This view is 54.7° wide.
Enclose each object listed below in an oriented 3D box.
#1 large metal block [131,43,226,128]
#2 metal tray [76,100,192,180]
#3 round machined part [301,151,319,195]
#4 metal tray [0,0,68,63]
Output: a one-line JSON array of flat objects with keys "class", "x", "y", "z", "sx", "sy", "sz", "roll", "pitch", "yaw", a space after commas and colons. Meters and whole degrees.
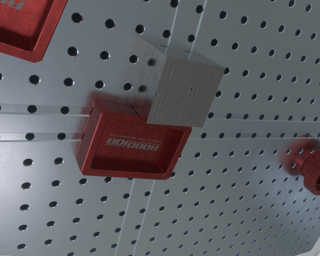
[{"class": "large metal block", "x": 0.020, "y": -0.050, "z": 0.376, "sx": 0.081, "sy": 0.050, "sz": 0.079, "roll": 4, "pitch": 117, "yaw": -31}, {"class": "metal tray", "x": -0.032, "y": 0.020, "z": 0.403, "sx": 0.131, "sy": 0.030, "sz": 0.089, "roll": 10, "pitch": 114, "yaw": -33}, {"class": "round machined part", "x": 0.333, "y": 0.087, "z": 0.636, "sx": 0.099, "sy": 0.042, "sz": 0.097, "roll": -14, "pitch": 124, "yaw": -21}, {"class": "metal tray", "x": -0.146, "y": -0.114, "z": 0.243, "sx": 0.131, "sy": 0.030, "sz": 0.090, "roll": 15, "pitch": 126, "yaw": -34}]
